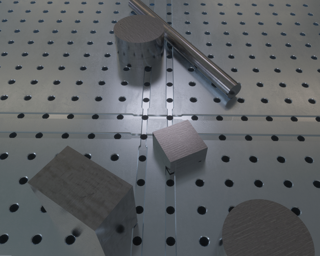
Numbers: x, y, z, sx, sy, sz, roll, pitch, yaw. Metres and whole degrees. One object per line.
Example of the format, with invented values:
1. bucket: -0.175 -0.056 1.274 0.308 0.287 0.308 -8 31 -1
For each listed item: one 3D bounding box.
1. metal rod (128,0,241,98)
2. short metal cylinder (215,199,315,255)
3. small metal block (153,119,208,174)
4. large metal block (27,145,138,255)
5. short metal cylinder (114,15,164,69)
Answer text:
1. metal rod: 0.029 -0.151 0.534 0.025 0.025 0.300 -26 55 -20
2. short metal cylinder: 0.096 0.116 0.295 0.081 0.050 0.080 0 50 0
3. small metal block: 0.024 0.022 0.389 0.050 0.025 0.050 -20 53 -16
4. large metal block: -0.072 0.076 0.308 0.080 0.080 0.050 27 55 21
5. short metal cylinder: -0.033 -0.143 0.511 0.081 0.050 0.080 0 50 0
